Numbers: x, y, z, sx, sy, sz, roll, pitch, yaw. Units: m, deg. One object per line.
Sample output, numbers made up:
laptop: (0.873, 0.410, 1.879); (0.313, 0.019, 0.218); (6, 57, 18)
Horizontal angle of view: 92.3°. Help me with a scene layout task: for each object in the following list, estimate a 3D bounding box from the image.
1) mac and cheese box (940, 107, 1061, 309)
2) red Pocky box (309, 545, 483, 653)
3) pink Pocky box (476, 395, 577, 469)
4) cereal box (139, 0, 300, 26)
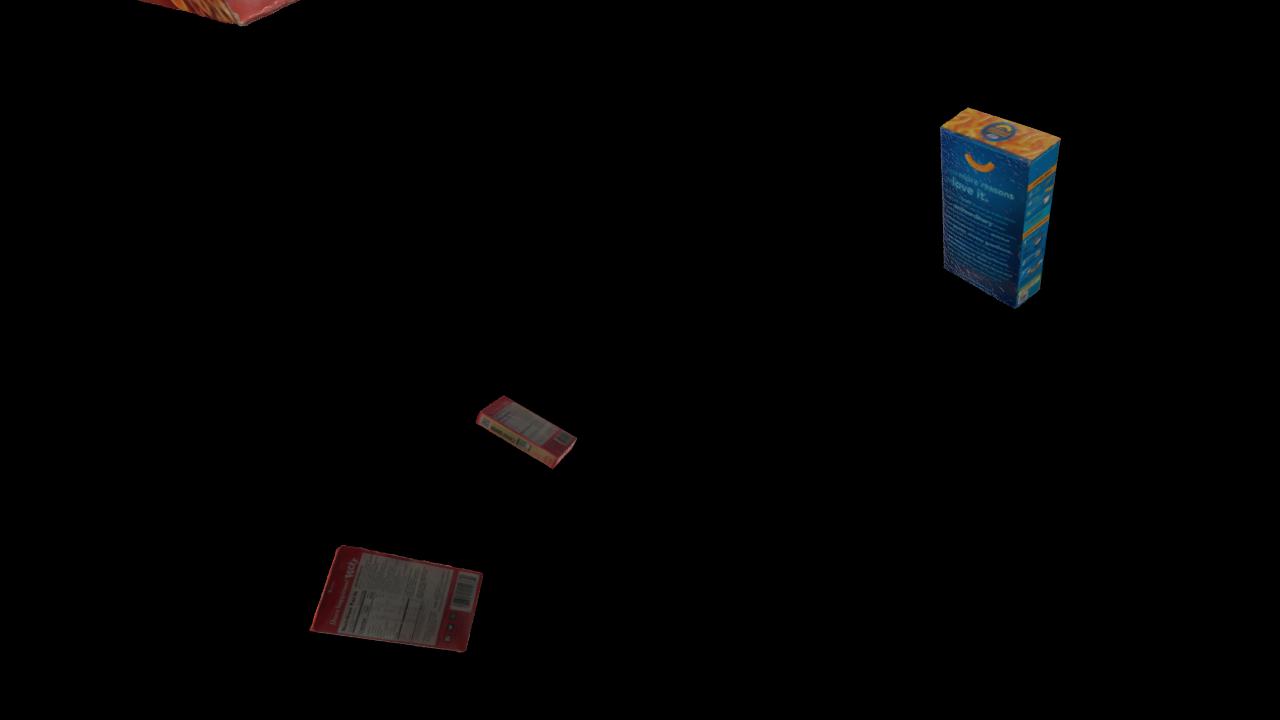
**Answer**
mac and cheese box: (0.334, -0.138, 0.582); (0.093, 0.041, 0.184); (52, -4, 43)
red Pocky box: (-0.248, 0.250, 0.641); (0.155, 0.083, 0.028); (23, -29, -26)
pink Pocky box: (-0.191, 0.120, 1.041); (0.155, 0.029, 0.084); (29, 22, 6)
cereal box: (-0.277, -0.324, 0.427); (0.306, 0.203, 0.081); (27, -30, 30)
